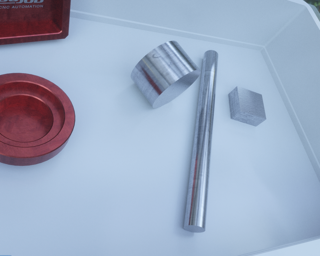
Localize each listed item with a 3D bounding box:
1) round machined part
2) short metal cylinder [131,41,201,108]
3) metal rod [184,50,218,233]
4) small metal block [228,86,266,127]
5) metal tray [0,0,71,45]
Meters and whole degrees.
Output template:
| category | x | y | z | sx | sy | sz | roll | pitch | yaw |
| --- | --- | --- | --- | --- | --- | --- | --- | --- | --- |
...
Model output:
| category | x | y | z | sx | sy | sz | roll | pitch | yaw |
| --- | --- | --- | --- | --- | --- | --- | --- | --- | --- |
| round machined part | -0.143 | -0.006 | 0.322 | 0.099 | 0.042 | 0.098 | 14 | 56 | -21 |
| short metal cylinder | 0.008 | -0.071 | 0.420 | 0.081 | 0.080 | 0.050 | -30 | 79 | -38 |
| metal rod | 0.064 | -0.004 | 0.443 | 0.025 | 0.025 | 0.300 | 22 | 53 | -15 |
| small metal block | 0.142 | -0.035 | 0.506 | 0.050 | 0.025 | 0.050 | 15 | 56 | -20 |
| metal tray | -0.171 | -0.144 | 0.357 | 0.131 | 0.089 | 0.030 | -19 | 54 | -35 |
